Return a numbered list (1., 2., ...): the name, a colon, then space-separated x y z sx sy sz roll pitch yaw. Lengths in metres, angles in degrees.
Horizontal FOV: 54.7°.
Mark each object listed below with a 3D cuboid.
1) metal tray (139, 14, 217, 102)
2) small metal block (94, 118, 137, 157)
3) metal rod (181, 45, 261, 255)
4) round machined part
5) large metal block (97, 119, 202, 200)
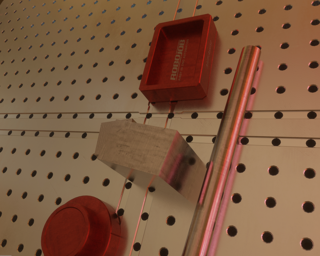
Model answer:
1. metal tray: 0.028 -0.102 0.451 0.090 0.030 0.130 -2 61 27
2. small metal block: -0.058 0.017 0.426 0.050 0.025 0.050 -7 58 24
3. metal rod: 0.071 0.031 0.351 0.025 0.025 0.300 7 65 31
4. round machined part: -0.101 0.128 0.370 0.098 0.042 0.098 -13 56 20
5. large metal block: -0.009 0.036 0.354 0.080 0.080 0.050 10 67 32
